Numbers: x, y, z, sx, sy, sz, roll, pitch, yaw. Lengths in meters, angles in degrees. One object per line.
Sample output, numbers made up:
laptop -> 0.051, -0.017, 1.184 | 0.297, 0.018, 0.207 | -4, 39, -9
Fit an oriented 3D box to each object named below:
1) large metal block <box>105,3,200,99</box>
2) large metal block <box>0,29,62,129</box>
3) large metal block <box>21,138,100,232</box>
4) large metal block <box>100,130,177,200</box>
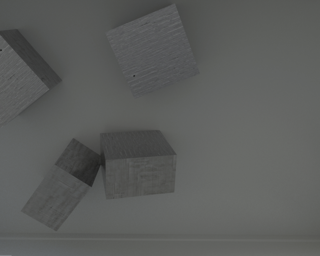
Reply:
large metal block -> -0.007, -0.091, 0.364 | 0.080, 0.050, 0.080 | -20, 109, 7
large metal block -> -0.183, -0.060, 0.374 | 0.080, 0.050, 0.080 | -35, 107, 12
large metal block -> -0.125, 0.071, 0.407 | 0.050, 0.080, 0.080 | 36, 106, -12
large metal block -> -0.031, 0.042, 0.388 | 0.081, 0.080, 0.050 | -3, 111, -15
